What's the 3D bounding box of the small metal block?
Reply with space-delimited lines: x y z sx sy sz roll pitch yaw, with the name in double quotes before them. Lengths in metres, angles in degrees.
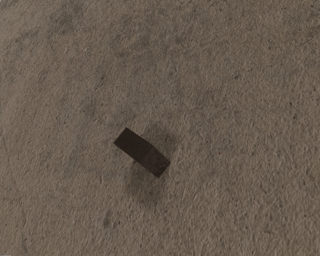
"small metal block" -0.021 0.031 0.379 0.050 0.050 0.025 32 80 37
